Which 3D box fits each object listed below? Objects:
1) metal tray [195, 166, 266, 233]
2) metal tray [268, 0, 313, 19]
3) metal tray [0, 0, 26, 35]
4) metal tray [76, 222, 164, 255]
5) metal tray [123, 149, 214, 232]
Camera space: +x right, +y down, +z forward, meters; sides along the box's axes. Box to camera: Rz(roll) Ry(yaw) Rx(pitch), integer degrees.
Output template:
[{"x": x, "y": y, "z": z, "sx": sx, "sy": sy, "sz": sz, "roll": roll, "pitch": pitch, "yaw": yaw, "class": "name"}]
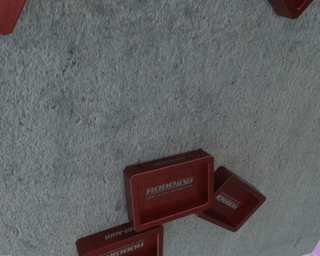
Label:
[{"x": 0.122, "y": 0.130, "z": 0.550, "sx": 0.130, "sy": 0.030, "sz": 0.090, "roll": 34, "pitch": 99, "yaw": -39, "class": "metal tray"}, {"x": 0.179, "y": -0.211, "z": 0.370, "sx": 0.130, "sy": 0.030, "sz": 0.090, "roll": -49, "pitch": 129, "yaw": 6, "class": "metal tray"}, {"x": -0.162, "y": -0.140, "z": 0.228, "sx": 0.131, "sy": 0.030, "sz": 0.090, "roll": 21, "pitch": 107, "yaw": -36, "class": "metal tray"}, {"x": -0.060, "y": 0.197, "z": 0.492, "sx": 0.131, "sy": 0.030, "sz": 0.089, "roll": -13, "pitch": 124, "yaw": -22, "class": "metal tray"}, {"x": 0.016, "y": 0.089, "z": 0.455, "sx": 0.131, "sy": 0.030, "sz": 0.089, "roll": -11, "pitch": 111, "yaw": -22, "class": "metal tray"}]
